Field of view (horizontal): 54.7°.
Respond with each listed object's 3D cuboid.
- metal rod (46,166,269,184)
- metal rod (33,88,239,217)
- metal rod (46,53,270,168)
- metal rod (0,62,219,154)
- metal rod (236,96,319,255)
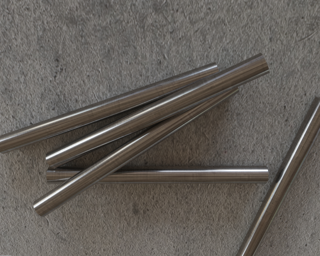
[{"bbox_3d":[-0.003,0.065,0.433,0.302,0.025,0.025,0,110,0],"label":"metal rod"},{"bbox_3d":[-0.033,0.026,0.401,0.301,0.025,0.025,-33,107,4],"label":"metal rod"},{"bbox_3d":[-0.015,-0.015,0.386,0.300,0.025,0.025,-24,109,15],"label":"metal rod"},{"bbox_3d":[-0.071,-0.024,0.400,0.301,0.025,0.025,-18,109,6],"label":"metal rod"},{"bbox_3d":[0.168,0.097,0.446,0.025,0.025,0.298,16,109,-6],"label":"metal rod"}]
